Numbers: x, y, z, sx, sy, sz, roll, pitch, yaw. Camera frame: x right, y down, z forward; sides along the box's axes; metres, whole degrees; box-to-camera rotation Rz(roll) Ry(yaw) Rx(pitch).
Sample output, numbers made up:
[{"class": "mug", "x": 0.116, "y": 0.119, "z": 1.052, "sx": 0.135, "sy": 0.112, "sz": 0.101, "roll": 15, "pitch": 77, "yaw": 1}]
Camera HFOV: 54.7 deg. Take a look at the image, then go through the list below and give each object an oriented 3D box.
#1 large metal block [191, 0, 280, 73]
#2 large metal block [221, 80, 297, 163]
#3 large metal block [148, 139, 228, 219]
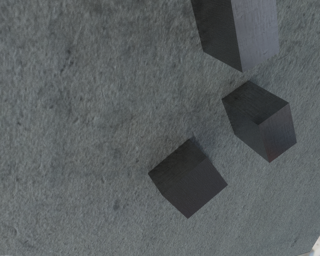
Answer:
[{"class": "large metal block", "x": 0.082, "y": -0.119, "z": 0.344, "sx": 0.050, "sy": 0.080, "sz": 0.080, "roll": -30, "pitch": 129, "yaw": -10}, {"class": "large metal block", "x": 0.142, "y": -0.010, "z": 0.445, "sx": 0.050, "sy": 0.080, "sz": 0.080, "roll": -35, "pitch": 129, "yaw": -5}, {"class": "large metal block", "x": 0.043, "y": 0.077, "z": 0.464, "sx": 0.080, "sy": 0.050, "sz": 0.080, "roll": -40, "pitch": 130, "yaw": -1}]
